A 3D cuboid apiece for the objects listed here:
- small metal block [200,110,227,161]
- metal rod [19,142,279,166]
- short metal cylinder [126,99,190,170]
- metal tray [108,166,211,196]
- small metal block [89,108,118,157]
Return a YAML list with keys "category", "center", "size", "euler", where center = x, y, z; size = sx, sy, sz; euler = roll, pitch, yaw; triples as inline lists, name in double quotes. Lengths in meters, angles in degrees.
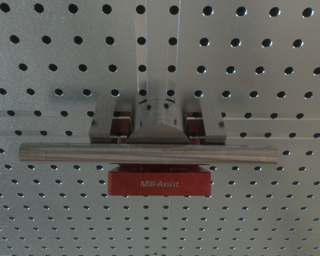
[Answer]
- category: "small metal block"
  center: [0.068, 0.012, 0.406]
  size: [0.025, 0.050, 0.050]
  euler: [-1, 130, 0]
- category: "metal rod"
  center: [-0.013, 0.031, 0.372]
  size: [0.302, 0.025, 0.025]
  euler: [1, 130, -1]
- category: "short metal cylinder"
  center: [-0.002, 0.010, 0.403]
  size: [0.081, 0.050, 0.079]
  euler: [0, 130, 0]
- category: "metal tray"
  center: [-0.001, 0.072, 0.433]
  size: [0.131, 0.090, 0.030]
  euler: [0, 87, -1]
- category: "small metal block"
  center: [-0.072, 0.009, 0.403]
  size: [0.025, 0.050, 0.050]
  euler: [-1, 130, 0]
